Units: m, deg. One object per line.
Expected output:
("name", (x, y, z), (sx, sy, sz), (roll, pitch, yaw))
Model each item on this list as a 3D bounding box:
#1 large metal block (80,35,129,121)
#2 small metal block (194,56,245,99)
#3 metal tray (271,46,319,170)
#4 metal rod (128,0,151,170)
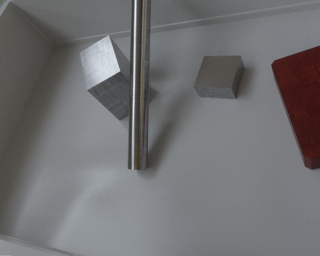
("large metal block", (-0.066, -0.071, 0.447), (0.050, 0.080, 0.080), (-28, 52, 10))
("small metal block", (0.078, -0.067, 0.405), (0.050, 0.025, 0.050), (7, 65, 31))
("metal tray", (0.181, -0.029, 0.326), (0.090, 0.030, 0.130), (-16, 55, 18))
("metal rod", (-0.025, -0.098, 0.395), (0.025, 0.025, 0.298), (0, 88, 28))
